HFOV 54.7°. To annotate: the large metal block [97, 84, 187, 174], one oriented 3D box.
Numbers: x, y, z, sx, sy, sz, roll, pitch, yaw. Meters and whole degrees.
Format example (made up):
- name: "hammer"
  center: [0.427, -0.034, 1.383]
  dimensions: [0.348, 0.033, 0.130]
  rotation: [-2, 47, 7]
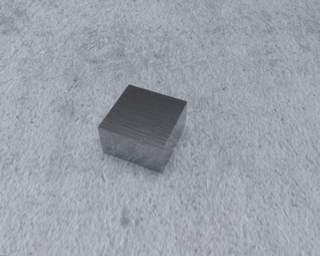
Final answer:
- name: "large metal block"
  center: [-0.019, -0.001, 0.387]
  dimensions: [0.080, 0.050, 0.080]
  rotation: [18, 52, 14]
